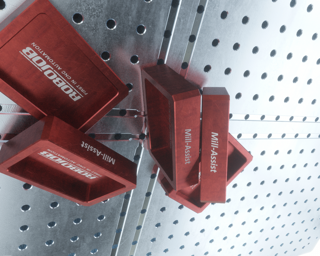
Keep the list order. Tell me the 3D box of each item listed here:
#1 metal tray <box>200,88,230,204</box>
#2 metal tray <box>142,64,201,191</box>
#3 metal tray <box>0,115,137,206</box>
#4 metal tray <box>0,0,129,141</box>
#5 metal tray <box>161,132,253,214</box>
[{"bbox_3d":[0.068,0.017,0.393,0.030,0.090,0.129,1,104,8],"label":"metal tray"},{"bbox_3d":[0.012,-0.001,0.374,0.030,0.090,0.129,-16,125,-18],"label":"metal tray"},{"bbox_3d":[-0.100,0.045,0.352,0.090,0.030,0.130,-26,136,29],"label":"metal tray"},{"bbox_3d":[-0.105,-0.054,0.316,0.090,0.030,0.130,-42,129,1],"label":"metal tray"},{"bbox_3d":[0.076,0.067,0.489,0.130,0.030,0.090,-47,129,5],"label":"metal tray"}]
